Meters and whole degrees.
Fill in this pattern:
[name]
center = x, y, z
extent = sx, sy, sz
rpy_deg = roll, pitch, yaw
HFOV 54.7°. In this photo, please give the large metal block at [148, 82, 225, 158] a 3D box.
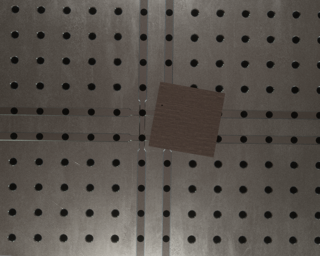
[large metal block]
center = 0.033, -0.010, 0.401
extent = 0.080, 0.050, 0.080
rpy_deg = 10, 90, -1
